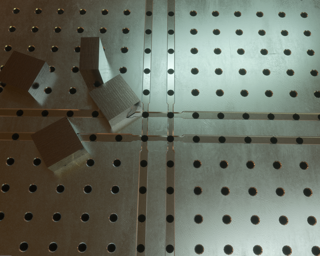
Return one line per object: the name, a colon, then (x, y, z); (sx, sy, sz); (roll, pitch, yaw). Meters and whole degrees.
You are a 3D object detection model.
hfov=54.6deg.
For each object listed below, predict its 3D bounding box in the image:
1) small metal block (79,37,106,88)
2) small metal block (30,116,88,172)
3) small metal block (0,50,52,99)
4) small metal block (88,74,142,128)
small metal block: (-0.093, -0.090, 0.431); (0.025, 0.050, 0.050); (-2, 70, -1)
small metal block: (-0.130, 0.021, 0.404); (0.050, 0.025, 0.050); (-30, 73, -11)
small metal block: (-0.191, -0.075, 0.438); (0.050, 0.025, 0.050); (20, 71, 7)
small metal block: (-0.061, -0.038, 0.425); (0.050, 0.025, 0.050); (-34, 74, -12)
